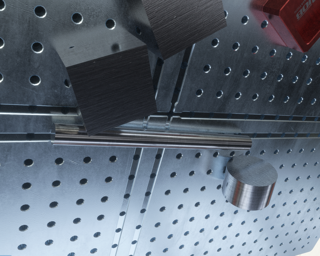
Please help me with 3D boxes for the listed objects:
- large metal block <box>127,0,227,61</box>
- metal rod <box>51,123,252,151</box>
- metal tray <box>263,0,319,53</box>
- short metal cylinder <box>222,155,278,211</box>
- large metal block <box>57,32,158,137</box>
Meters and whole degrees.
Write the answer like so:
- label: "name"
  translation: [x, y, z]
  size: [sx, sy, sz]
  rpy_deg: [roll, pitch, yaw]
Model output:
- label: "large metal block"
  translation: [0.015, -0.130, 0.322]
  size: [0.080, 0.050, 0.080]
  rpy_deg: [-31, 129, -9]
- label: "metal rod"
  translation: [0.010, 0.016, 0.425]
  size: [0.302, 0.025, 0.025]
  rpy_deg: [4, 117, -30]
- label: "metal tray"
  translation: [0.208, -0.178, 0.410]
  size: [0.090, 0.030, 0.130]
  rpy_deg: [33, 100, -38]
- label: "short metal cylinder"
  translation: [0.146, 0.089, 0.510]
  size: [0.081, 0.080, 0.050]
  rpy_deg: [-10, 123, -23]
- label: "large metal block"
  translation: [-0.055, -0.048, 0.335]
  size: [0.081, 0.050, 0.080]
  rpy_deg: [-21, 127, -16]
